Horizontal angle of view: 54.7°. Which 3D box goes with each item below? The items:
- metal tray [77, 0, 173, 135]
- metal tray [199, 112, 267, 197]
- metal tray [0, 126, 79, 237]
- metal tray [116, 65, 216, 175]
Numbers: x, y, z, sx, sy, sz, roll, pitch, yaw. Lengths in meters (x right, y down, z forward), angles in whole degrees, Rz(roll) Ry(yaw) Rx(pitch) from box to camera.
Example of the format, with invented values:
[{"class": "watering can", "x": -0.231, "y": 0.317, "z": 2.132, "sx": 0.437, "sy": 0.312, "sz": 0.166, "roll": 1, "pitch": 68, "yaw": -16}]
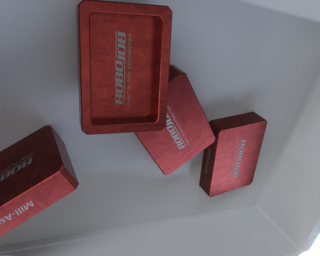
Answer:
[{"class": "metal tray", "x": -0.038, "y": -0.061, "z": 0.323, "sx": 0.091, "sy": 0.030, "sz": 0.129, "roll": -3, "pitch": 108, "yaw": -18}, {"class": "metal tray", "x": 0.115, "y": 0.044, "z": 0.498, "sx": 0.091, "sy": 0.030, "sz": 0.129, "roll": -12, "pitch": 124, "yaw": -23}, {"class": "metal tray", "x": -0.157, "y": 0.060, "z": 0.318, "sx": 0.131, "sy": 0.090, "sz": 0.030, "roll": -32, "pitch": 129, "yaw": -8}, {"class": "metal tray", "x": 0.012, "y": -0.006, "z": 0.410, "sx": 0.090, "sy": 0.030, "sz": 0.130, "roll": -36, "pitch": 129, "yaw": -5}]
